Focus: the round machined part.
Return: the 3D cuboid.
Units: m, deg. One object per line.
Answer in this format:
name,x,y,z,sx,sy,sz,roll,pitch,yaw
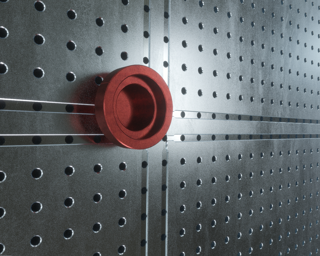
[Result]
round machined part,-0.035,-0.024,0.371,0.099,0.042,0.097,0,90,-40
